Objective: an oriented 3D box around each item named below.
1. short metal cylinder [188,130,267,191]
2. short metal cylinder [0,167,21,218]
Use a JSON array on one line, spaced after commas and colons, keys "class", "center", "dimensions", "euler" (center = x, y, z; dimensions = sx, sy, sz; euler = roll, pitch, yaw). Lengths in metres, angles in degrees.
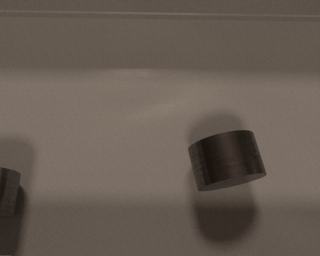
[{"class": "short metal cylinder", "center": [0.078, 0.041, 0.367], "dimensions": [0.081, 0.080, 0.050], "euler": [-11, 71, -4]}, {"class": "short metal cylinder", "center": [-0.205, 0.074, 0.351], "dimensions": [0.081, 0.080, 0.050], "euler": [1, 70, 0]}]
